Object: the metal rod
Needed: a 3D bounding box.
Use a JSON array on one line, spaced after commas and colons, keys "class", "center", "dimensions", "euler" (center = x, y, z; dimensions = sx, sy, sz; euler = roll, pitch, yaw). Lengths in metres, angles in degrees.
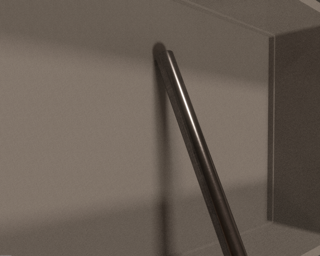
[{"class": "metal rod", "center": [0.051, 0.040, 0.376], "dimensions": [0.025, 0.025, 0.299], "euler": [-5, 70, -40]}]
